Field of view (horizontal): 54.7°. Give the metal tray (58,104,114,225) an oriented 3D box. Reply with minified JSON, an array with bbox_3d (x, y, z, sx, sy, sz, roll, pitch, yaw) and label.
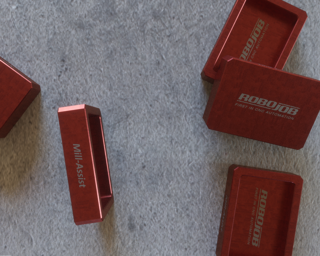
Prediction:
[{"bbox_3d":[-0.086,0.040,0.376,0.030,0.090,0.129,-9,90,0],"label":"metal tray"}]

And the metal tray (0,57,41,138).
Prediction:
[{"bbox_3d":[-0.238,-0.057,0.404,0.130,0.030,0.090,37,90,-1],"label":"metal tray"}]

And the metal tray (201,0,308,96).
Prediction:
[{"bbox_3d":[0.122,-0.108,0.408,0.090,0.030,0.129,26,90,-1],"label":"metal tray"}]

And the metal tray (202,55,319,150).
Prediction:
[{"bbox_3d":[0.130,-0.031,0.389,0.131,0.030,0.089,13,108,-7],"label":"metal tray"}]

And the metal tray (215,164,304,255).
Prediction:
[{"bbox_3d":[0.130,0.119,0.409,0.091,0.030,0.129,9,90,-1],"label":"metal tray"}]
